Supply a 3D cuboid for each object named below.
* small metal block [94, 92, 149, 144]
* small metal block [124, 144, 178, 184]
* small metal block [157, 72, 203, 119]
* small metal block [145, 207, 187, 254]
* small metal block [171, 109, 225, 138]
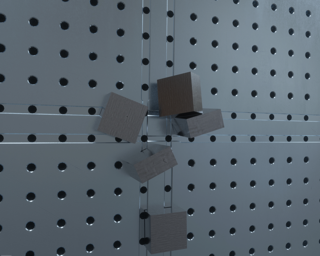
[{"bbox_3d":[-0.049,-0.012,0.394,0.050,0.025,0.050,21,83,-19],"label":"small metal block"},{"bbox_3d":[-0.013,0.044,0.394,0.050,0.050,0.025,-26,99,-18],"label":"small metal block"},{"bbox_3d":[0.025,-0.041,0.402,0.025,0.050,0.050,8,76,-57],"label":"small metal block"},{"bbox_3d":[0.008,0.136,0.415,0.050,0.025,0.050,-1,90,-20],"label":"small metal block"},{"bbox_3d":[0.049,-0.008,0.416,0.050,0.050,0.025,-17,100,-19],"label":"small metal block"}]
